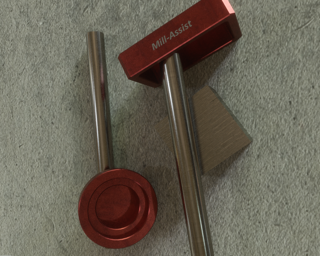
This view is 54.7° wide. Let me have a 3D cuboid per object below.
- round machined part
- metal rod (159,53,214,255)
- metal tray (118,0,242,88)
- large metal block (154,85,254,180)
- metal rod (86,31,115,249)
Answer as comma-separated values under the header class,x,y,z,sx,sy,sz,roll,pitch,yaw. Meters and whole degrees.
class,x,y,z,sx,sy,sz,roll,pitch,yaw
round machined part,-0.056,0.100,0.402,0.099,0.042,0.097,1,87,-17
metal rod,0.035,0.067,0.343,0.025,0.025,0.298,-10,89,19
metal tray,0.027,-0.096,0.364,0.130,0.090,0.030,-29,81,17
large metal block,0.054,0.006,0.376,0.080,0.050,0.080,-38,78,15
metal rod,-0.080,0.015,0.435,0.025,0.025,0.298,-6,88,19
